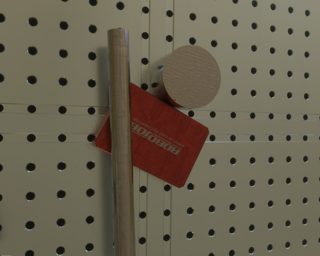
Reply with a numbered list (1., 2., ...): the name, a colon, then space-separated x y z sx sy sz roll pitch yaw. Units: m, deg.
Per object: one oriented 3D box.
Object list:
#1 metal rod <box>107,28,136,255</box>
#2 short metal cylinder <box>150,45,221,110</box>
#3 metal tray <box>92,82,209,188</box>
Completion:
1. metal rod: -0.044 0.037 0.363 0.025 0.025 0.298 -2 91 -20
2. short metal cylinder: 0.033 -0.064 0.411 0.081 0.050 0.079 0 90 -20
3. metal tray: -0.010 0.011 0.406 0.131 0.030 0.090 29 80 -18
